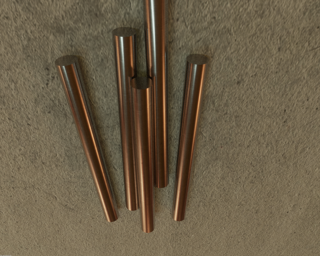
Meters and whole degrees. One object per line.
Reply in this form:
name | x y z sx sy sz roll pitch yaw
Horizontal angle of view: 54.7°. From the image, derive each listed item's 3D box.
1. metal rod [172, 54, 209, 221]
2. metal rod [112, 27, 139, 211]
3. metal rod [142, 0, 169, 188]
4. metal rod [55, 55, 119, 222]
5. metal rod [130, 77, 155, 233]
metal rod | 0.037 0.037 0.439 0.025 0.025 0.298 1 130 -2
metal rod | -0.041 0.014 0.418 0.025 0.025 0.298 1 130 -1
metal rod | -0.002 -0.030 0.381 0.025 0.025 0.298 -1 130 0
metal rod | -0.093 0.038 0.438 0.025 0.025 0.298 -3 130 2
metal rod | -0.021 0.061 0.438 0.025 0.025 0.298 0 132 0
